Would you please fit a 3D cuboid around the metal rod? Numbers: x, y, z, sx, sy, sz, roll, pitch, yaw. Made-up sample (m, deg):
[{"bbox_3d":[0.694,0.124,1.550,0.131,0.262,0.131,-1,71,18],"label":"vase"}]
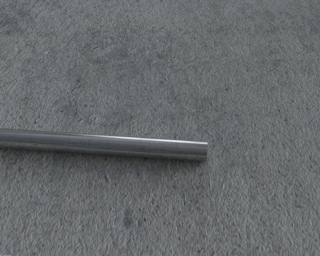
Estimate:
[{"bbox_3d":[-0.093,0.019,0.386,0.301,0.025,0.025,4,50,3],"label":"metal rod"}]
